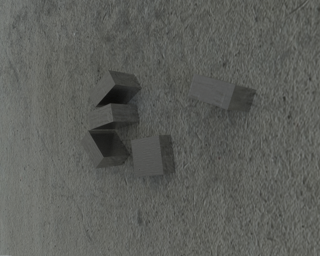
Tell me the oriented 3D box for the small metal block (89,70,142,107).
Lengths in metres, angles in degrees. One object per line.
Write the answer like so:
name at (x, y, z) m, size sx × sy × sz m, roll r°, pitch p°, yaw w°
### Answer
small metal block at (-0.063, -0.053, 0.441) m, size 0.050 × 0.050 × 0.025 m, roll -41°, pitch 65°, yaw 32°

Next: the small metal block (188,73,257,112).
small metal block at (0.067, -0.038, 0.333) m, size 0.050 × 0.050 × 0.025 m, roll 25°, pitch 106°, yaw 37°

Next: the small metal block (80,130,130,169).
small metal block at (-0.080, 0.030, 0.455) m, size 0.025 × 0.050 × 0.050 m, roll -51°, pitch 60°, yaw 28°

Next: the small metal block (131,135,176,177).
small metal block at (-0.009, 0.037, 0.413) m, size 0.050 × 0.025 × 0.050 m, roll -12°, pitch 83°, yaw 39°

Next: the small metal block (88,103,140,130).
small metal block at (-0.066, -0.015, 0.443) m, size 0.050 × 0.050 × 0.025 m, roll -17°, pitch 80°, yaw 39°
